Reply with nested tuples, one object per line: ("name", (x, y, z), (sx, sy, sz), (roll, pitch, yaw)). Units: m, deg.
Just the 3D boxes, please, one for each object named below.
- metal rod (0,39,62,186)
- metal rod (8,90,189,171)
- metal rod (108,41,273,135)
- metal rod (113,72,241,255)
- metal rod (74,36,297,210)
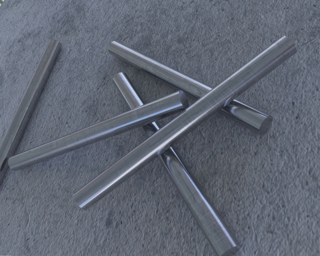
("metal rod", (-0.238, -0.037, 0.551), (0.025, 0.025, 0.300), (-2, 61, 27))
("metal rod", (-0.101, 0.011, 0.428), (0.300, 0.025, 0.025), (-19, 54, 25))
("metal rod", (0.020, -0.070, 0.436), (0.300, 0.025, 0.025), (34, 81, 38))
("metal rod", (0.003, 0.022, 0.389), (0.025, 0.025, 0.300), (-37, 51, 4))
("metal rod", (0.026, -0.004, 0.358), (0.300, 0.025, 0.025), (-37, 51, 3))
